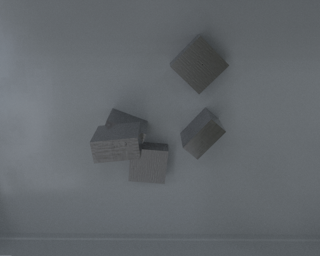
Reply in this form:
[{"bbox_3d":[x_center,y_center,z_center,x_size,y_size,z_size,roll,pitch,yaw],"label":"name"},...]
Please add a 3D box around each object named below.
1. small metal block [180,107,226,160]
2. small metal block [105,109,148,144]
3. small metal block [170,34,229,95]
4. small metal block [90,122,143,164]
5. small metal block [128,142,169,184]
[{"bbox_3d":[0.054,0.006,0.401,0.025,0.050,0.050,40,105,-14],"label":"small metal block"},{"bbox_3d":[-0.044,0.001,0.398,0.050,0.050,0.025,20,109,-8],"label":"small metal block"},{"bbox_3d":[0.048,-0.079,0.383,0.050,0.025,0.050,42,104,-14],"label":"small metal block"},{"bbox_3d":[-0.047,0.015,0.350,0.050,0.050,0.025,-6,110,2],"label":"small metal block"},{"bbox_3d":[-0.016,0.048,0.429,0.050,0.025,0.050,5,110,-2],"label":"small metal block"}]
